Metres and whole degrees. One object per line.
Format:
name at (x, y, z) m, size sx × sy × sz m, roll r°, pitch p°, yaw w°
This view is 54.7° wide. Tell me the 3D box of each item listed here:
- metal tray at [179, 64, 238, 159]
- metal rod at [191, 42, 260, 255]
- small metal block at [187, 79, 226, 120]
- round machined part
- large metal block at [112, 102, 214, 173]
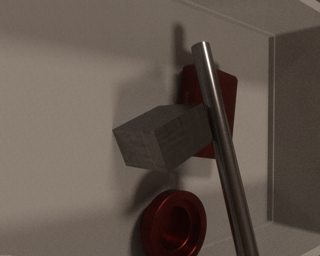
metal tray at (0.070, -0.021, 0.455) m, size 0.091 × 0.030 × 0.129 m, roll 11°, pitch 83°, yaw -39°
metal rod at (0.080, 0.035, 0.379) m, size 0.025 × 0.025 × 0.299 m, roll 1°, pitch 73°, yaw -40°
small metal block at (0.071, -0.042, 0.469) m, size 0.050 × 0.025 × 0.050 m, roll 16°, pitch 80°, yaw -39°
round machined part at (0.013, 0.130, 0.408) m, size 0.099 × 0.042 × 0.097 m, roll 2°, pitch 87°, yaw -40°
large metal block at (0.004, 0.009, 0.376) m, size 0.081 × 0.080 × 0.050 m, roll -30°, pitch 109°, yaw -36°
